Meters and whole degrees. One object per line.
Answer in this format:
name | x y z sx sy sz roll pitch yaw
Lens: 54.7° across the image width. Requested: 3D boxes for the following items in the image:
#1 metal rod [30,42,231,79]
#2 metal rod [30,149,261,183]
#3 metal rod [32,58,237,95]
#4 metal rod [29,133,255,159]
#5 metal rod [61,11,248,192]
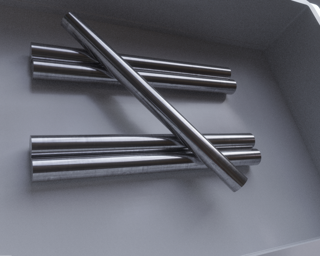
metal rod | -0.023 -0.090 0.446 0.303 0.025 0.025 0 62 -28
metal rod | 0.005 0.042 0.380 0.303 0.025 0.025 0 62 -28
metal rod | -0.017 -0.068 0.436 0.303 0.025 0.025 0 62 -28
metal rod | 0.000 0.020 0.391 0.303 0.025 0.025 0 62 -28
metal rod | -0.009 -0.034 0.388 0.300 0.025 0.025 44 51 2
